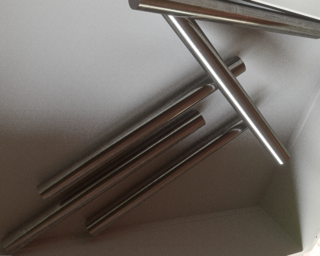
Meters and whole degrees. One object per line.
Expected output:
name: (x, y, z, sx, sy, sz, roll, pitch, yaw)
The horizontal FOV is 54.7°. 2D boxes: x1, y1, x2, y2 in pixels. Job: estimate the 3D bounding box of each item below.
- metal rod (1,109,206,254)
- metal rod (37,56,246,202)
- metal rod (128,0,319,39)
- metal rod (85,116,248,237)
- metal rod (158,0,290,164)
metal rod: (-0.069, 0.067, 0.412, 0.301, 0.025, 0.025, -34, 129, -6)
metal rod: (-0.018, -0.003, 0.396, 0.301, 0.025, 0.025, -34, 129, -6)
metal rod: (0.102, -0.130, 0.361, 0.303, 0.025, 0.025, -5, 121, -34)
metal rod: (0.024, 0.061, 0.458, 0.301, 0.025, 0.025, -34, 129, -6)
metal rod: (0.089, -0.050, 0.390, 0.025, 0.025, 0.300, -44, 119, 2)
